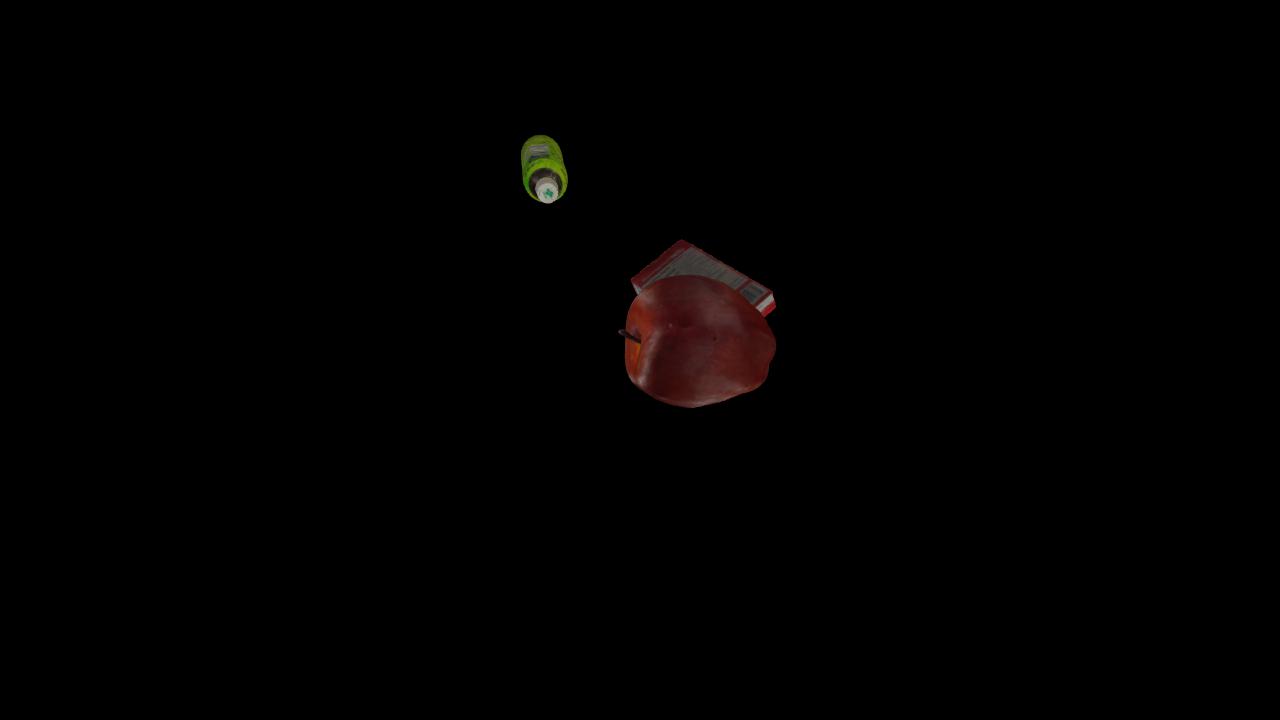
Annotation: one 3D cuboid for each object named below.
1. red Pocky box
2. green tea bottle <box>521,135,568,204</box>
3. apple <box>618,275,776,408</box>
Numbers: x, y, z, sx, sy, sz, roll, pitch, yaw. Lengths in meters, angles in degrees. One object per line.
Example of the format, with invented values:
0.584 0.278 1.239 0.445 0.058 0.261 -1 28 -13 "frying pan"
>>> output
0.065 -0.073 0.668 0.155 0.083 0.028 41 -12 42 "red Pocky box"
-0.151 -0.293 0.960 0.073 0.073 0.212 0 32 -10 "green tea bottle"
0.033 -0.010 0.366 0.093 0.079 0.079 5 -2 -17 "apple"
